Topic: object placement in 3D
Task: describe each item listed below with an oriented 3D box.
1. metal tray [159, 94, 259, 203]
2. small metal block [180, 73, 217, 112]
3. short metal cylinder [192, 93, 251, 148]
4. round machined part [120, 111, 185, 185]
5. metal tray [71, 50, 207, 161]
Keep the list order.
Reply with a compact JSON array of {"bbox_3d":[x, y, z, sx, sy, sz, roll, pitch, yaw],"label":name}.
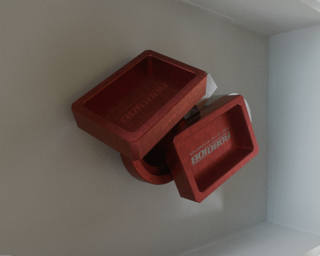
[{"bbox_3d":[0.068,0.022,0.398,0.131,0.030,0.090,-31,109,-31],"label":"metal tray"},{"bbox_3d":[0.042,-0.048,0.425,0.050,0.050,0.025,-51,121,-29],"label":"small metal block"},{"bbox_3d":[0.093,-0.011,0.468,0.081,0.050,0.079,0,90,-40],"label":"short metal cylinder"},{"bbox_3d":[-0.010,0.020,0.389,0.099,0.042,0.097,0,90,-40],"label":"round machined part"},{"bbox_3d":[-0.019,-0.033,0.346,0.131,0.090,0.030,-44,149,-32],"label":"metal tray"}]
